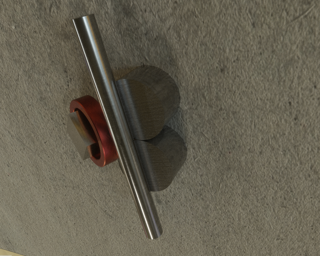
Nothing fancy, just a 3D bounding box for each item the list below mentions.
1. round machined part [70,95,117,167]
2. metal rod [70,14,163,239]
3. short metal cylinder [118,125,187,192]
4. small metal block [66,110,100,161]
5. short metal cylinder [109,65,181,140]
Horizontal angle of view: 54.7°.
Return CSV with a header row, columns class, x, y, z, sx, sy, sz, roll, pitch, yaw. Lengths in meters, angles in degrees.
class,x,y,z,sx,sy,sz,roll,pitch,yaw
round machined part,-0.081,0.001,0.424,0.098,0.042,0.097,40,143,39
metal rod,-0.044,0.017,0.378,0.025,0.025,0.298,-1,118,29
short metal cylinder,-0.010,0.039,0.421,0.080,0.050,0.079,13,123,21
small metal block,-0.101,0.009,0.415,0.050,0.025,0.050,57,151,14
short metal cylinder,-0.021,-0.032,0.384,0.080,0.050,0.079,13,124,21
